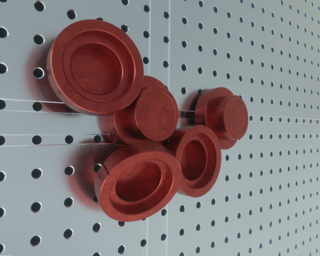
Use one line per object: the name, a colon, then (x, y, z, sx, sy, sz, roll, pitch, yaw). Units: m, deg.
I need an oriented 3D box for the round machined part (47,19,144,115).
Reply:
round machined part: (-0.070, -0.061, 0.333, 0.099, 0.042, 0.097, 3, 83, -30)

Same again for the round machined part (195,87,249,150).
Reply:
round machined part: (0.101, -0.015, 0.480, 0.099, 0.042, 0.097, 4, 84, -45)

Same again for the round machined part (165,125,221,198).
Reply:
round machined part: (0.040, 0.044, 0.431, 0.099, 0.042, 0.097, -2, 93, -44)

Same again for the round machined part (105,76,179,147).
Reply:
round machined part: (-0.015, -0.017, 0.387, 0.099, 0.042, 0.097, 0, 90, -40)

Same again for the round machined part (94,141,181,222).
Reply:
round machined part: (-0.028, 0.057, 0.359, 0.099, 0.042, 0.097, -14, 124, -22)
